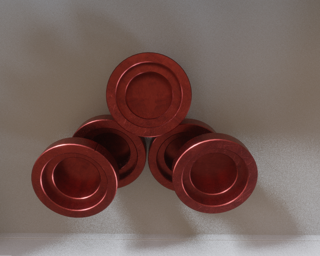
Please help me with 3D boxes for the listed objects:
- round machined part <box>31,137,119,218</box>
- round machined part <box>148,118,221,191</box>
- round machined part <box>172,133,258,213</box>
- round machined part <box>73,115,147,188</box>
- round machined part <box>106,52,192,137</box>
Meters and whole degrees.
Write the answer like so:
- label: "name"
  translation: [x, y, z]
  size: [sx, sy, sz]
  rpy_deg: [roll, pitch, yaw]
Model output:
- label: "round machined part"
  translation: [-0.098, 0.056, 0.376]
  size: [0.099, 0.042, 0.097]
  rpy_deg: [0, 110, 0]
- label: "round machined part"
  translation: [0.034, 0.033, 0.413]
  size: [0.099, 0.042, 0.097]
  rpy_deg: [0, 110, 0]
- label: "round machined part"
  translation: [0.063, 0.051, 0.376]
  size: [0.099, 0.042, 0.097]
  rpy_deg: [0, 110, 0]
- label: "round machined part"
  translation: [-0.067, 0.028, 0.410]
  size: [0.099, 0.042, 0.097]
  rpy_deg: [0, 110, 0]
- label: "round machined part"
  translation: [-0.013, -0.039, 0.376]
  size: [0.099, 0.042, 0.097]
  rpy_deg: [0, 92, -2]
